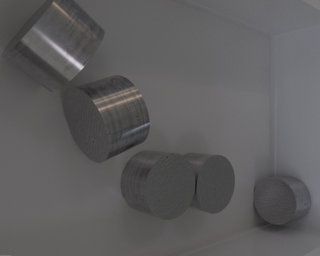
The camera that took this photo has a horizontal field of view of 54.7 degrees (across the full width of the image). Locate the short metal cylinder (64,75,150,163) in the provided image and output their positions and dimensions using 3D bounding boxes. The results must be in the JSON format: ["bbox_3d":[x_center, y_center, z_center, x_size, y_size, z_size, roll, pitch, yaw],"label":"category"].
[{"bbox_3d":[-0.056,-0.010,0.323,0.050,0.080,0.080,-26,106,-37],"label":"short metal cylinder"}]

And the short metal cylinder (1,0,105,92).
[{"bbox_3d":[-0.098,-0.080,0.288,0.050,0.080,0.080,41,65,-33],"label":"short metal cylinder"}]

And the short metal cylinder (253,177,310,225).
[{"bbox_3d":[0.216,0.127,0.552,0.050,0.080,0.080,4,88,-40],"label":"short metal cylinder"}]

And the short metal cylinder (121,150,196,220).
[{"bbox_3d":[-0.002,0.069,0.389,0.081,0.050,0.080,0,90,-40],"label":"short metal cylinder"}]

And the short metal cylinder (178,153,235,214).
[{"bbox_3d":[0.062,0.077,0.442,0.081,0.050,0.080,0,90,-40],"label":"short metal cylinder"}]
